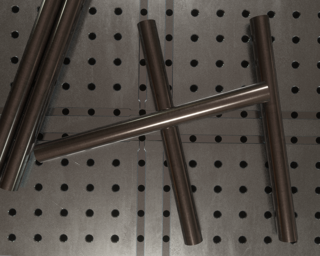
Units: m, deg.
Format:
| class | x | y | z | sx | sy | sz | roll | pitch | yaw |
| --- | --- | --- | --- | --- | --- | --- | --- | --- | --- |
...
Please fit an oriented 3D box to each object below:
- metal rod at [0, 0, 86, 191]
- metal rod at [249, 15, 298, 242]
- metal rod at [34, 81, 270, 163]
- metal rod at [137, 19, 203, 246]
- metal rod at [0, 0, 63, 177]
| class | x | y | z | sx | sy | sz | roll | pitch | yaw |
| --- | --- | --- | --- | --- | --- | --- | --- | --- | --- |
| metal rod | -0.151 | -0.062 | 0.411 | 0.025 | 0.025 | 0.298 | 19 | 90 | -1 |
| metal rod | 0.152 | 0.001 | 0.415 | 0.025 | 0.025 | 0.298 | -8 | 90 | 0 |
| metal rod | -0.016 | -0.005 | 0.390 | 0.301 | 0.025 | 0.025 | -15 | 90 | 8 |
| metal rod | 0.013 | 0.006 | 0.413 | 0.025 | 0.025 | 0.298 | -12 | 90 | 0 |
| metal rod | -0.175 | -0.075 | 0.410 | 0.025 | 0.025 | 0.299 | 20 | 90 | -1 |
